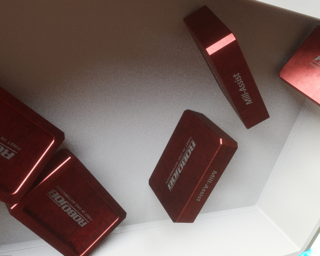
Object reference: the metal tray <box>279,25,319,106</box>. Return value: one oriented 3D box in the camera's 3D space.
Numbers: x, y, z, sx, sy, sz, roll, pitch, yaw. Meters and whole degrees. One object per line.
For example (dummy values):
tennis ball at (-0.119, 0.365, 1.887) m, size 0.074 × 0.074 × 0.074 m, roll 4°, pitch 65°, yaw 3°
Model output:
metal tray at (0.248, -0.071, 0.432) m, size 0.090 × 0.130 × 0.030 m, roll -54°, pitch 159°, yaw 15°

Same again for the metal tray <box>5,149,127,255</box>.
metal tray at (-0.111, 0.100, 0.387) m, size 0.090 × 0.030 × 0.130 m, roll -44°, pitch 127°, yaw -17°

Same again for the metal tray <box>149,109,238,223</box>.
metal tray at (0.039, 0.051, 0.421) m, size 0.030 × 0.090 × 0.129 m, roll 14°, pitch 111°, yaw -34°

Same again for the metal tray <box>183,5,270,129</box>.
metal tray at (0.079, -0.069, 0.365) m, size 0.030 × 0.090 × 0.130 m, roll -31°, pitch 130°, yaw 11°

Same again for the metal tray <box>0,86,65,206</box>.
metal tray at (-0.169, 0.006, 0.295) m, size 0.130 × 0.030 × 0.090 m, roll 46°, pitch 69°, yaw -40°
